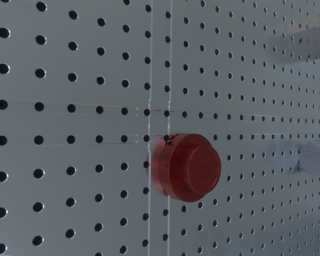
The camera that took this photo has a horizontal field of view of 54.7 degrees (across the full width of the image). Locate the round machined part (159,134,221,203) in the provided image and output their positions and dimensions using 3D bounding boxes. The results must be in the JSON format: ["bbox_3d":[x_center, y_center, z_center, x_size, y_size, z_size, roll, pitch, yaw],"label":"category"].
[{"bbox_3d":[0.049,0.057,0.439,0.099,0.042,0.097,0,90,-40],"label":"round machined part"}]

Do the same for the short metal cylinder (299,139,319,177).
[{"bbox_3d":[0.352,0.067,0.668,0.050,0.080,0.080,11,83,-40],"label":"short metal cylinder"}]

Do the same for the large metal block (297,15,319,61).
[{"bbox_3d":[0.360,-0.200,0.674,0.080,0.080,0.050,50,61,-29],"label":"large metal block"}]
